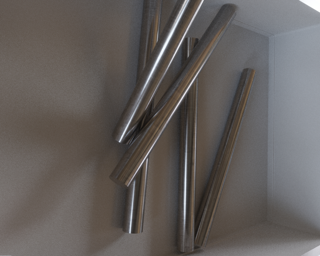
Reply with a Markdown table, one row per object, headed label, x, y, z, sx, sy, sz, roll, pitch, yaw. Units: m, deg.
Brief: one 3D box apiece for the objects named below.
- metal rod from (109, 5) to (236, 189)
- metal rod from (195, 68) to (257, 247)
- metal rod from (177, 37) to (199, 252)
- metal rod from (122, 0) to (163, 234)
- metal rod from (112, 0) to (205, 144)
| label | x | y | z | sx | sy | sz | roll | pitch | yaw |
| --- | --- | --- | --- | --- | --- | --- | --- | --- | --- |
| metal rod | 0.028 | -0.056 | 0.398 | 0.025 | 0.025 | 0.300 | 47 | 62 | -30 |
| metal rod | 0.106 | 0.037 | 0.498 | 0.025 | 0.025 | 0.299 | 33 | 70 | -36 |
| metal rod | 0.040 | 0.023 | 0.442 | 0.025 | 0.025 | 0.298 | 2 | 89 | -40 |
| metal rod | -0.021 | -0.022 | 0.390 | 0.025 | 0.025 | 0.298 | 8 | 85 | -40 |
| metal rod | 0.021 | -0.112 | 0.327 | 0.025 | 0.025 | 0.298 | 13 | 114 | -40 |
